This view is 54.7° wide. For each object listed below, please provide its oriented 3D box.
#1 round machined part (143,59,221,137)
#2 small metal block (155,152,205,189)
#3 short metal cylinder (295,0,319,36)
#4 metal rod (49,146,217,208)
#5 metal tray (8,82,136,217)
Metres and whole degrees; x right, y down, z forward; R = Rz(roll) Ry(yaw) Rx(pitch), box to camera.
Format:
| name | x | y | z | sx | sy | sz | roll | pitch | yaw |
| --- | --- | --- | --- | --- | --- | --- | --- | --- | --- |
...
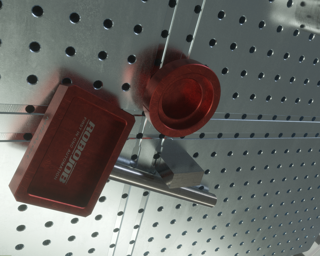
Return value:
| name | x | y | z | sx | sy | sz | roll | pitch | yaw |
| --- | --- | --- | --- | --- | --- | --- | --- | --- | --- |
| round machined part | 0.023 | -0.040 | 0.390 | 0.099 | 0.042 | 0.097 | -14 | 125 | -21 |
| small metal block | 0.028 | 0.060 | 0.449 | 0.050 | 0.050 | 0.025 | 0 | 119 | -29 |
| short metal cylinder | 0.236 | -0.166 | 0.424 | 0.081 | 0.050 | 0.079 | -14 | 125 | -21 |
| metal rod | -0.020 | 0.077 | 0.449 | 0.302 | 0.025 | 0.025 | 25 | 105 | -37 |
| metal tray | -0.094 | 0.026 | 0.347 | 0.090 | 0.030 | 0.130 | 29 | 84 | -37 |
